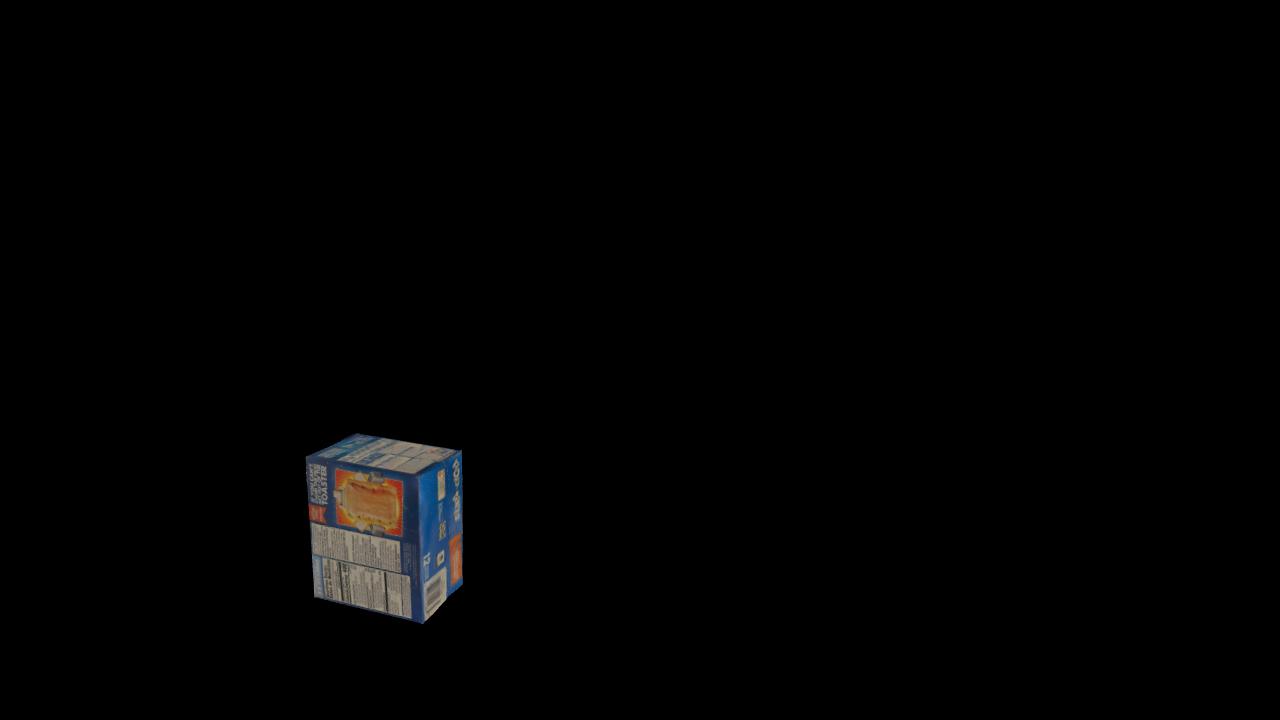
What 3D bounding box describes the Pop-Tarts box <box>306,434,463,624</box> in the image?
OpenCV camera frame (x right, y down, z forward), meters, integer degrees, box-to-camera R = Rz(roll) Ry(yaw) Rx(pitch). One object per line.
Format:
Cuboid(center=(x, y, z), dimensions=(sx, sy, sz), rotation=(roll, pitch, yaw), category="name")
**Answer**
Cuboid(center=(-0.277, 0.180, 0.677), dimensions=(0.141, 0.167, 0.083), rotation=(6, 12, 15), category="Pop-Tarts box")
